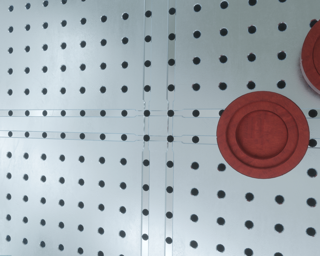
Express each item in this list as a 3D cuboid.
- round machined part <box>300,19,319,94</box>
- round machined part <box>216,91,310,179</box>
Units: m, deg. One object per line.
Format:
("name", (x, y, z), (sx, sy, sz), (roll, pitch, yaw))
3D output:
("round machined part", (0.203, -0.076, 0.332), (0.098, 0.042, 0.097), (0, 90, 20))
("round machined part", (0.118, 0.008, 0.362), (0.098, 0.042, 0.097), (0, 90, 20))
